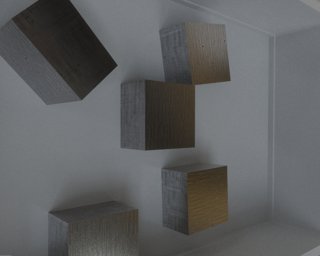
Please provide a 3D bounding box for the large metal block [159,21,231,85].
[{"bbox_3d":[0.050,-0.100,0.434,0.081,0.050,0.079,-12,98,-40],"label":"large metal block"}]

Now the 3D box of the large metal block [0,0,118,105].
[{"bbox_3d":[-0.100,-0.070,0.288,0.050,0.080,0.080,-52,121,-27],"label":"large metal block"}]

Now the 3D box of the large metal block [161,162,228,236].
[{"bbox_3d":[0.050,0.095,0.435,0.081,0.050,0.079,-3,92,-40],"label":"large metal block"}]

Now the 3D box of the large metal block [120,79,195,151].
[{"bbox_3d":[-0.002,-0.015,0.391,0.081,0.050,0.079,0,90,-40],"label":"large metal block"}]

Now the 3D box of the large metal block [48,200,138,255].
[{"bbox_3d":[-0.071,0.129,0.333,0.081,0.050,0.079,0,90,-40],"label":"large metal block"}]
